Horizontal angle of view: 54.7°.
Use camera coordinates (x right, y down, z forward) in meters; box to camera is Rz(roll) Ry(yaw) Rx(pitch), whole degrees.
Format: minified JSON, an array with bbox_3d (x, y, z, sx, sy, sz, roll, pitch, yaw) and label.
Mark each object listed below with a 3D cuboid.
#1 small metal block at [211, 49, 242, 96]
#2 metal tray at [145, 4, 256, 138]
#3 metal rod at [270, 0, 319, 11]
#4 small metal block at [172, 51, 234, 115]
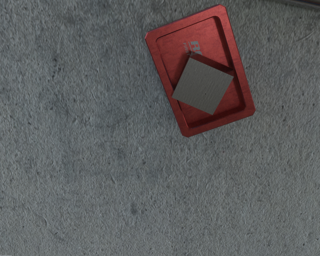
[{"bbox_3d":[0.070,-0.064,0.387,0.050,0.025,0.050,-34,107,11],"label":"small metal block"},{"bbox_3d":[0.047,-0.063,0.358,0.090,0.030,0.129,-20,109,7],"label":"metal tray"},{"bbox_3d":[0.083,-0.167,0.349,0.302,0.025,0.025,10,110,-4],"label":"metal rod"},{"bbox_3d":[0.047,-0.050,0.344,0.050,0.025,0.050,23,121,-2],"label":"small metal block"}]
